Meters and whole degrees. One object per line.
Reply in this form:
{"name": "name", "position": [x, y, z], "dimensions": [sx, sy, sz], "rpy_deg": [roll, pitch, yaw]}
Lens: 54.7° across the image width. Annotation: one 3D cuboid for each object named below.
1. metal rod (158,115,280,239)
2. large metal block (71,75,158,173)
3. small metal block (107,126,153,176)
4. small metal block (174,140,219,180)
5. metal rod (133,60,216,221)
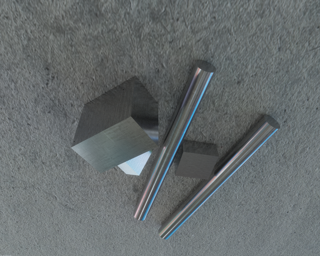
{"name": "metal rod", "position": [0.077, 0.093, 0.487], "dimensions": [0.025, 0.025, 0.298], "rpy_deg": [21, 127, -18]}
{"name": "large metal block", "position": [-0.049, -0.005, 0.366], "dimensions": [0.080, 0.080, 0.050], "rpy_deg": [-26, 125, 20]}
{"name": "small metal block", "position": [-0.039, 0.027, 0.410], "dimensions": [0.025, 0.050, 0.050], "rpy_deg": [-2, 139, 42]}
{"name": "small metal block", "position": [0.051, 0.046, 0.448], "dimensions": [0.050, 0.025, 0.050], "rpy_deg": [8, 130, -8]}
{"name": "metal rod", "position": [0.009, 0.039, 0.440], "dimensions": [0.025, 0.025, 0.298], "rpy_deg": [13, 129, -11]}
